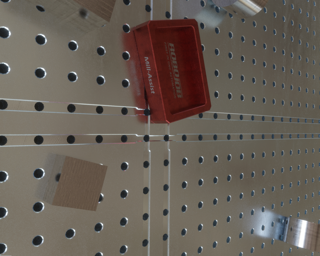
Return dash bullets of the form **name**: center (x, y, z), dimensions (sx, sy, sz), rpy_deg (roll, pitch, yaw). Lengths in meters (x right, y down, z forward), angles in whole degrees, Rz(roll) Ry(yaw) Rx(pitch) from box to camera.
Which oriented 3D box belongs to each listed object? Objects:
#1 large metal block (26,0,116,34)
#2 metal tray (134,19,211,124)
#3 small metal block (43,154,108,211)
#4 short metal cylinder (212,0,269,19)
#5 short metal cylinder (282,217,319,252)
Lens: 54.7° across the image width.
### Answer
- **large metal block**: center (-0.088, -0.158, 0.319), dimensions (0.080, 0.050, 0.080), rpy_deg (22, 76, -38)
- **metal tray**: center (0.021, -0.078, 0.422), dimensions (0.091, 0.030, 0.129), rpy_deg (-18, 102, -39)
- **small metal block**: center (-0.090, 0.059, 0.334), dimensions (0.050, 0.025, 0.050), rpy_deg (22, 76, -38)
- **short metal cylinder**: center (0.125, -0.217, 0.478), dimensions (0.050, 0.080, 0.080), rpy_deg (10, 84, -40)
- **short metal cylinder**: center (0.291, 0.213, 0.618), dimensions (0.080, 0.080, 0.050), rpy_deg (25, 75, -38)
